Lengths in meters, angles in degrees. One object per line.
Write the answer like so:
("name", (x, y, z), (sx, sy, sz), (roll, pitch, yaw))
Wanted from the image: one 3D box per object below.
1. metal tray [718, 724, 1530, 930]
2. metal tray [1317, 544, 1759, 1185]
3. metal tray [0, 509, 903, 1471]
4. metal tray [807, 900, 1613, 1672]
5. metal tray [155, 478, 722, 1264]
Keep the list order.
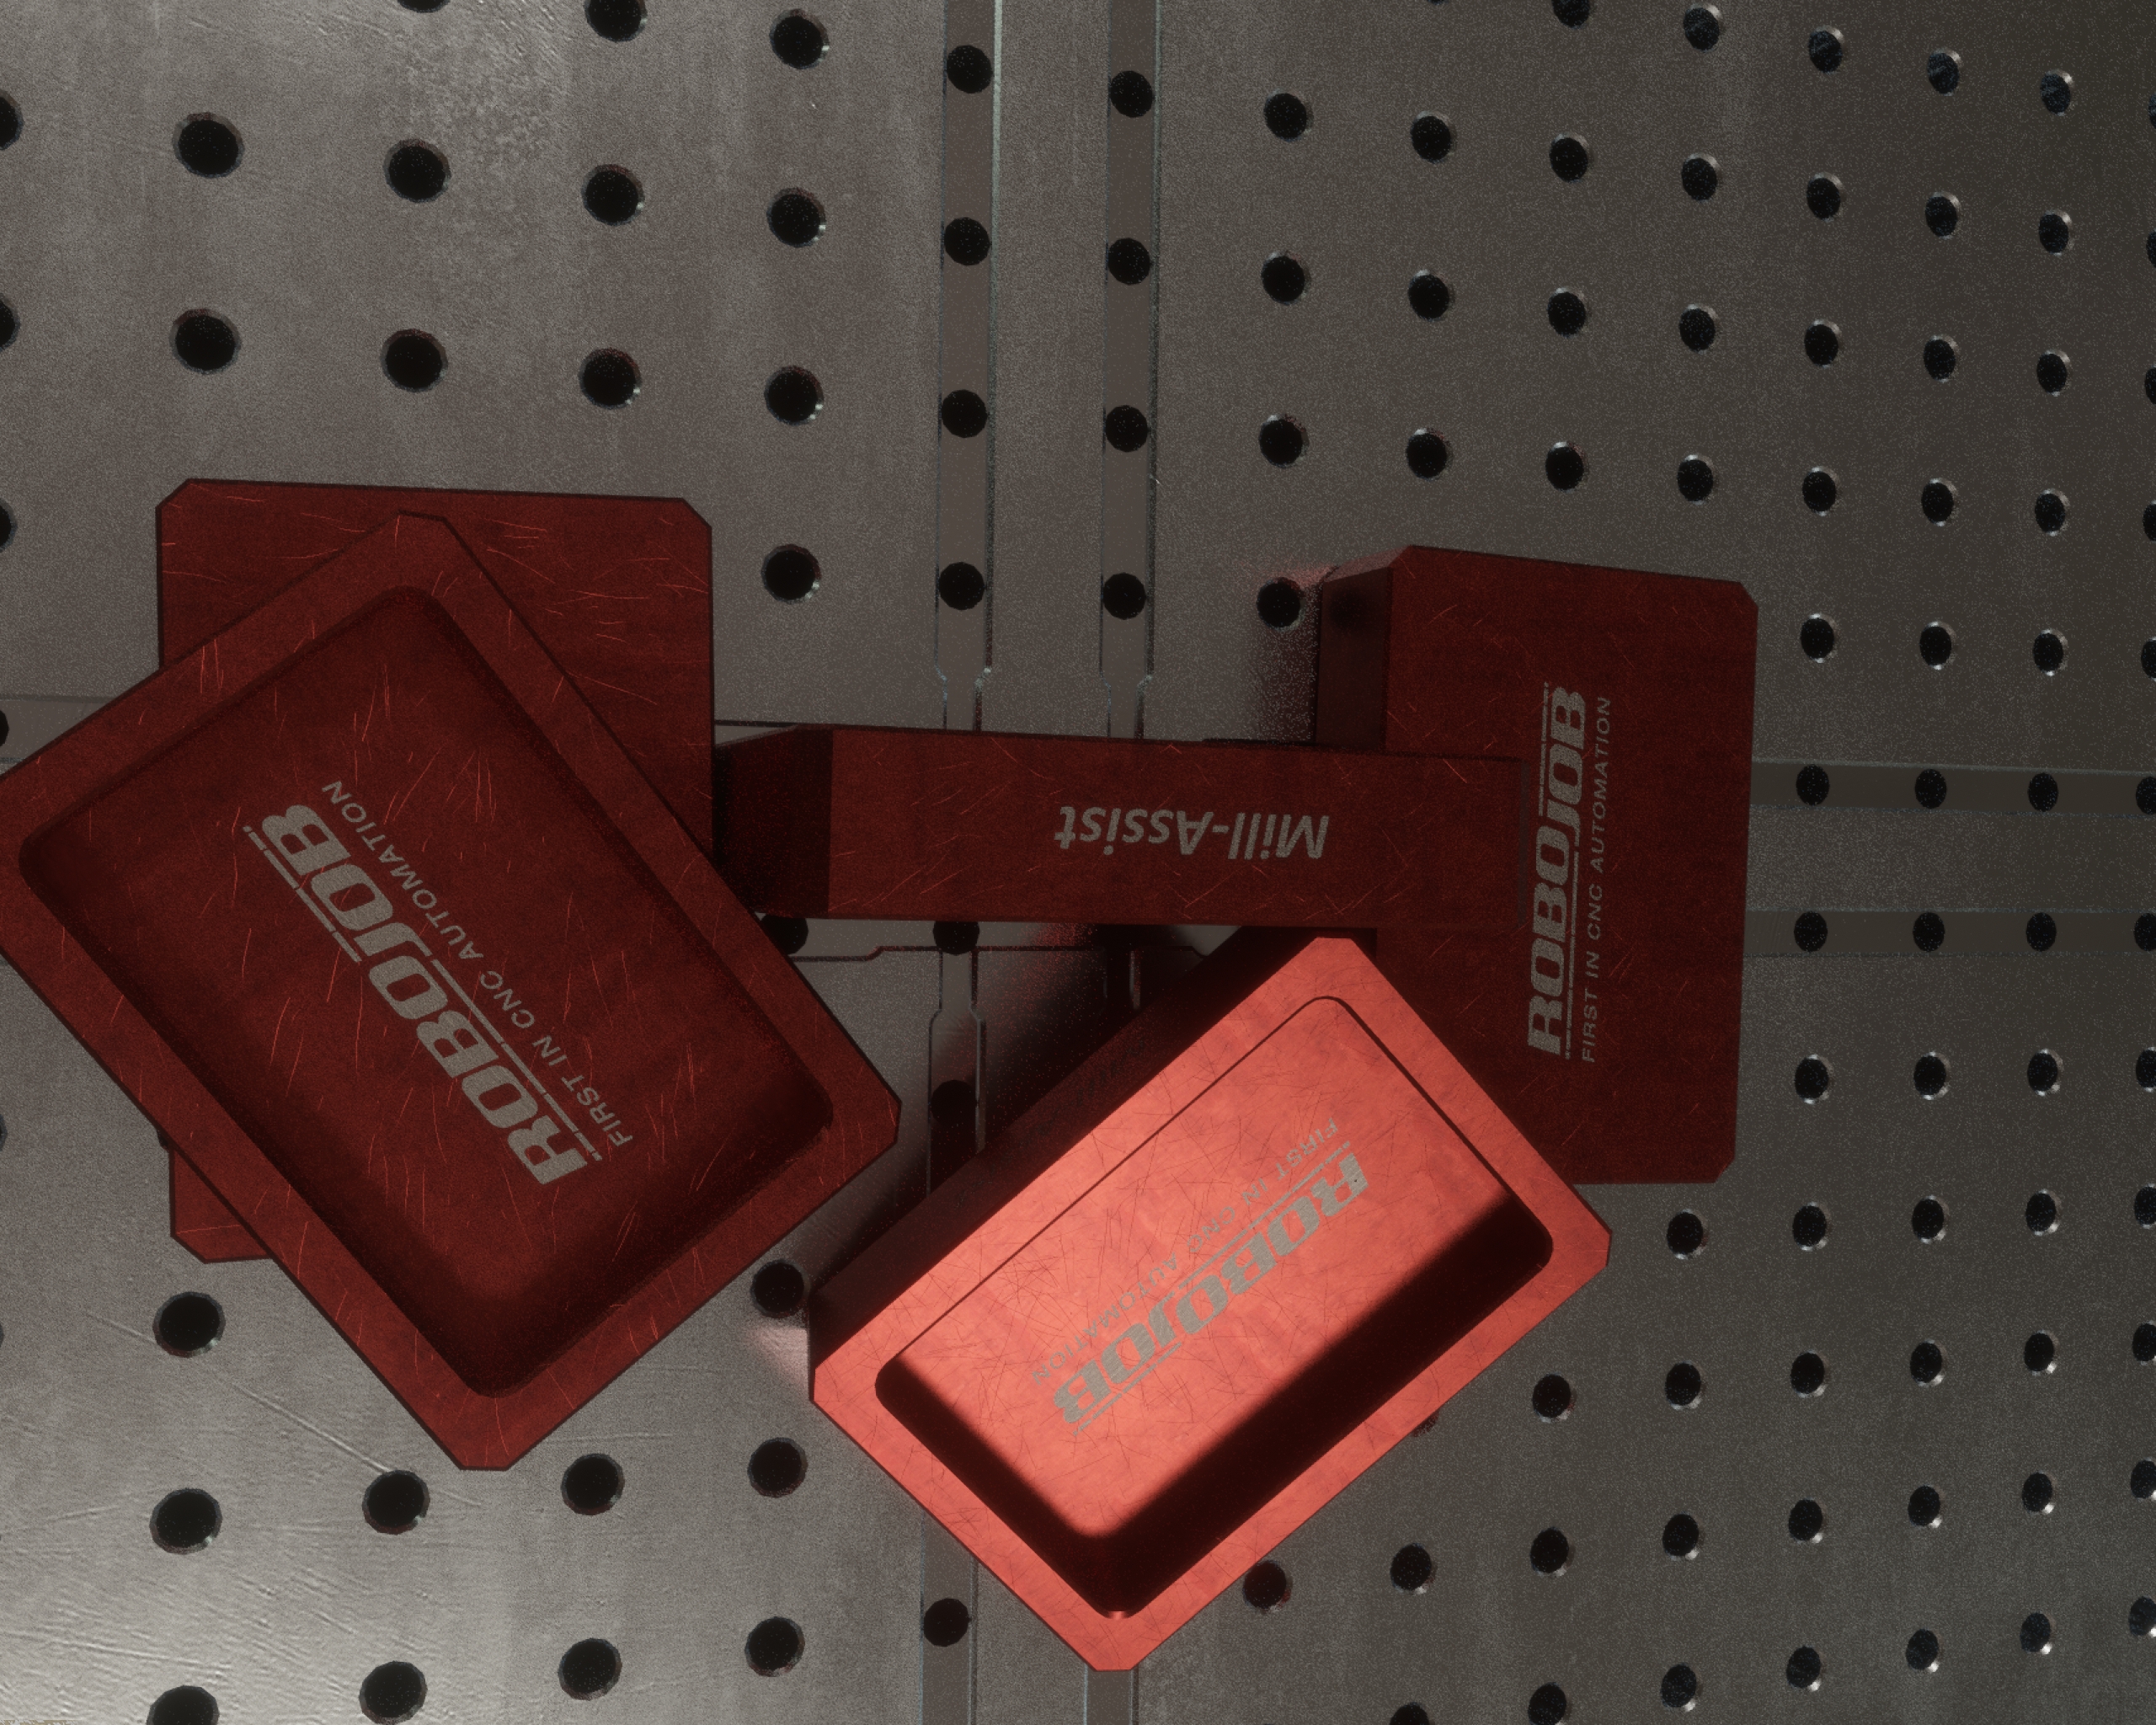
("metal tray", (0.004, -0.005, 0.379), (0.131, 0.090, 0.030), (2, 90, -20))
("metal tray", (0.097, 0.002, 0.446), (0.091, 0.030, 0.129), (3, 89, -21))
("metal tray", (-0.103, 0.021, 0.339), (0.090, 0.030, 0.130), (-40, 103, -16))
("metal tray", (0.024, 0.081, 0.400), (0.130, 0.030, 0.090), (-41, 105, 2))
("metal tray", (-0.112, 0.001, 0.369), (0.091, 0.030, 0.129), (-1, 91, -20))
